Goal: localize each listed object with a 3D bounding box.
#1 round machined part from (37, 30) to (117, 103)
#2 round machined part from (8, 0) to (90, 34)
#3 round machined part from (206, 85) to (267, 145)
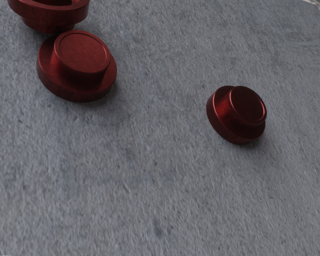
[{"bbox_3d":[-0.101,-0.084,0.391,0.099,0.042,0.098,14,56,-21],"label":"round machined part"},{"bbox_3d":[-0.144,-0.159,0.404,0.099,0.042,0.098,11,45,-11],"label":"round machined part"},{"bbox_3d":[0.124,-0.026,0.478,0.099,0.042,0.098,14,56,-21],"label":"round machined part"}]
